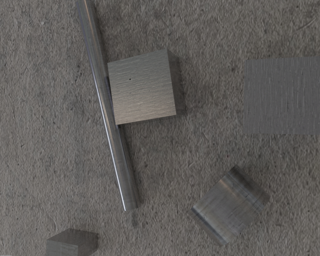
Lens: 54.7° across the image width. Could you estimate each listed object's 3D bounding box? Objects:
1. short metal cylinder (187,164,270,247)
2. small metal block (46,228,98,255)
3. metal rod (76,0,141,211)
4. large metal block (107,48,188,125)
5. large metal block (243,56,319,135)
[{"bbox_3d":[0.077,0.087,0.353,0.050,0.080,0.080,45,104,14],"label":"short metal cylinder"},{"bbox_3d":[-0.123,0.166,0.439,0.050,0.050,0.025,3,91,20],"label":"small metal block"},{"bbox_3d":[-0.073,-0.035,0.434,0.025,0.025,0.298,-16,85,19],"label":"metal rod"},{"bbox_3d":[-0.015,-0.049,0.401,0.080,0.050,0.080,-9,87,19],"label":"large metal block"},{"bbox_3d":[0.138,-0.034,0.347,0.080,0.050,0.080,1,91,20],"label":"large metal block"}]
